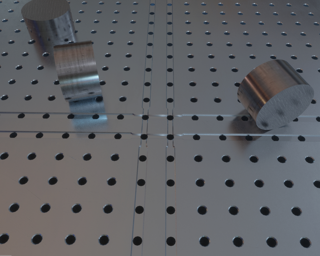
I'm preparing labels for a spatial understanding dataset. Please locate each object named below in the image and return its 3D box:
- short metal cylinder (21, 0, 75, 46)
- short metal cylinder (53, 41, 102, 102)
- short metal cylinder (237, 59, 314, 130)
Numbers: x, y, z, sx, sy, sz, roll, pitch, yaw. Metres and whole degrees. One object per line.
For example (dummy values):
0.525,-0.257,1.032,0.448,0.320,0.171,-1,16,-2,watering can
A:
-0.196,-0.189,0.549,0.081,0.050,0.080,0,50,0,short metal cylinder
-0.114,-0.080,0.438,0.050,0.080,0.080,-11,51,-9,short metal cylinder
0.151,-0.043,0.409,0.081,0.080,0.050,-15,52,-12,short metal cylinder
